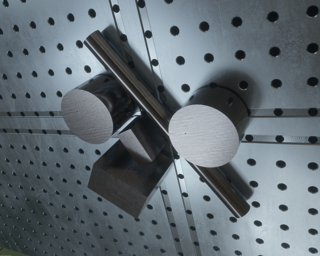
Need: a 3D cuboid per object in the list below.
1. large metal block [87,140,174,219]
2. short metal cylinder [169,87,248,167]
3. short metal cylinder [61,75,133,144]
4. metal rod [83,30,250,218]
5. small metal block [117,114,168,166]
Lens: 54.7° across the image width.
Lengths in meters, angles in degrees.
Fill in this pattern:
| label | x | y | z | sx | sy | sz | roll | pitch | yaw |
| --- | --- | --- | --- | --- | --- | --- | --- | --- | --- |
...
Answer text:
| label | x | y | z | sx | sy | sz | roll | pitch | yaw |
| --- | --- | --- | --- | --- | --- | --- | --- | --- | --- |
| large metal block | -0.040 | 0.063 | 0.430 | 0.080 | 0.080 | 0.050 | 30 | 129 | 9 |
| short metal cylinder | 0.057 | -0.001 | 0.359 | 0.080 | 0.050 | 0.079 | 13 | 124 | 21 |
| short metal cylinder | -0.085 | -0.025 | 0.419 | 0.080 | 0.050 | 0.079 | 13 | 124 | 21 |
| metal rod | 0.013 | 0.000 | 0.399 | 0.300 | 0.025 | 0.025 | 49 | 129 | -7 |
| small metal block | -0.021 | 0.013 | 0.409 | 0.025 | 0.050 | 0.050 | -23 | 106 | 36 |
